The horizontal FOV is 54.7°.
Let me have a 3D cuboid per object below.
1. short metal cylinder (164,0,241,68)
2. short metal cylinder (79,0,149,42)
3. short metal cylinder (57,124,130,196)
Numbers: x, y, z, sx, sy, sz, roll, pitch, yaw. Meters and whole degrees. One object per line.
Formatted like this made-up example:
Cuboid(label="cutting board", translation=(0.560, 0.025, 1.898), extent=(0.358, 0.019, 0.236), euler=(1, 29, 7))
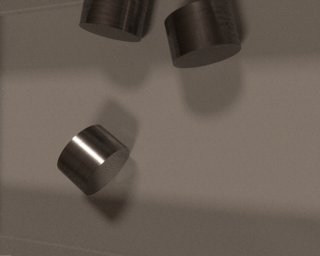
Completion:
Cuboid(label="short metal cylinder", translation=(0.049, -0.107, 0.363), extent=(0.080, 0.080, 0.050), euler=(-13, 86, 19))
Cuboid(label="short metal cylinder", translation=(-0.059, -0.148, 0.401), extent=(0.080, 0.080, 0.050), euler=(13, 95, 19))
Cuboid(label="short metal cylinder", translation=(-0.087, 0.042, 0.411), extent=(0.050, 0.080, 0.080), euler=(39, 102, 15))
